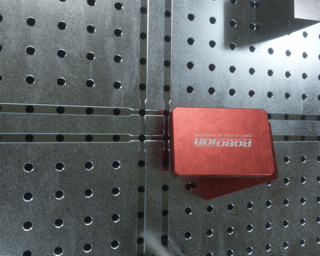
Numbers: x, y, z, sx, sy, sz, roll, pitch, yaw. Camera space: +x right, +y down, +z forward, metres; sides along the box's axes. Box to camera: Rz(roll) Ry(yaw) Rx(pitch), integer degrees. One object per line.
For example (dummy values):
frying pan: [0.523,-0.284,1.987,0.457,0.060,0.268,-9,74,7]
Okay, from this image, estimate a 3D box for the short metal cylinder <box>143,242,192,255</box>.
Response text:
short metal cylinder: [0.014,0.198,0.406,0.081,0.050,0.079,0,90,-20]

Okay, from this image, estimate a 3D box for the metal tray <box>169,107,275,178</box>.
metal tray: [0.080,0.020,0.413,0.131,0.030,0.090,1,73,-8]

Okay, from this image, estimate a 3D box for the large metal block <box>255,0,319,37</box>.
large metal block: [0.186,-0.186,0.454,0.050,0.080,0.079,-2,91,-20]

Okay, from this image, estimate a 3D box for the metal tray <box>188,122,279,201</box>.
metal tray: [0.105,0.044,0.451,0.131,0.030,0.089,-11,94,-20]
